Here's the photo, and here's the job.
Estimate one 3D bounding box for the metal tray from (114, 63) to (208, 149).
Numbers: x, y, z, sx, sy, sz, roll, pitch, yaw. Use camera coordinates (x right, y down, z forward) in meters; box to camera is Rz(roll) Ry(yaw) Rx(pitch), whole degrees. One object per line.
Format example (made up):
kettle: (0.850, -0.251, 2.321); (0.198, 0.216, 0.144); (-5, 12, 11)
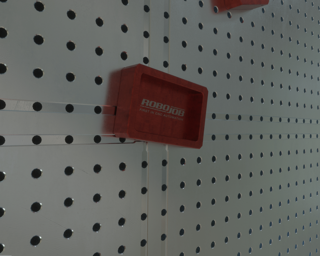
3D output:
metal tray: (0.007, -0.024, 0.413); (0.131, 0.030, 0.090); (11, 83, -40)

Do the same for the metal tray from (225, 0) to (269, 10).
metal tray: (0.141, -0.272, 0.526); (0.091, 0.030, 0.129); (-19, 103, -39)
